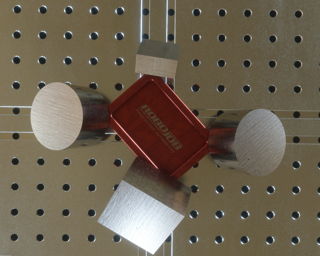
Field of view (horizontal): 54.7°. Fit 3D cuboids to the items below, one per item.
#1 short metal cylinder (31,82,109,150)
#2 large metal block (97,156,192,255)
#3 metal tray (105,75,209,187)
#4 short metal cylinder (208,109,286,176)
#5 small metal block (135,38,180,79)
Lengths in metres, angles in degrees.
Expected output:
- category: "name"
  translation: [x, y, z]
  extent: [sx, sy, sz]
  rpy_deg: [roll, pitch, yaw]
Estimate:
- category: "short metal cylinder"
  translation: [-0.111, -0.014, 0.385]
  extent: [0.080, 0.050, 0.079]
  rpy_deg: [0, 91, 25]
- category: "large metal block"
  translation: [-0.019, 0.096, 0.383]
  extent: [0.080, 0.050, 0.079]
  rpy_deg: [31, 121, -1]
- category: "metal tray"
  translation: [-0.001, 0.001, 0.410]
  extent: [0.090, 0.030, 0.130]
  rpy_deg: [-41, 90, 0]
- category: "short metal cylinder"
  translation: [0.108, 0.017, 0.386]
  extent: [0.081, 0.050, 0.079]
  rpy_deg: [0, 91, -27]
- category: "small metal block"
  translation: [-0.002, -0.090, 0.398]
  extent: [0.050, 0.050, 0.025]
  rpy_deg: [9, 128, 0]
